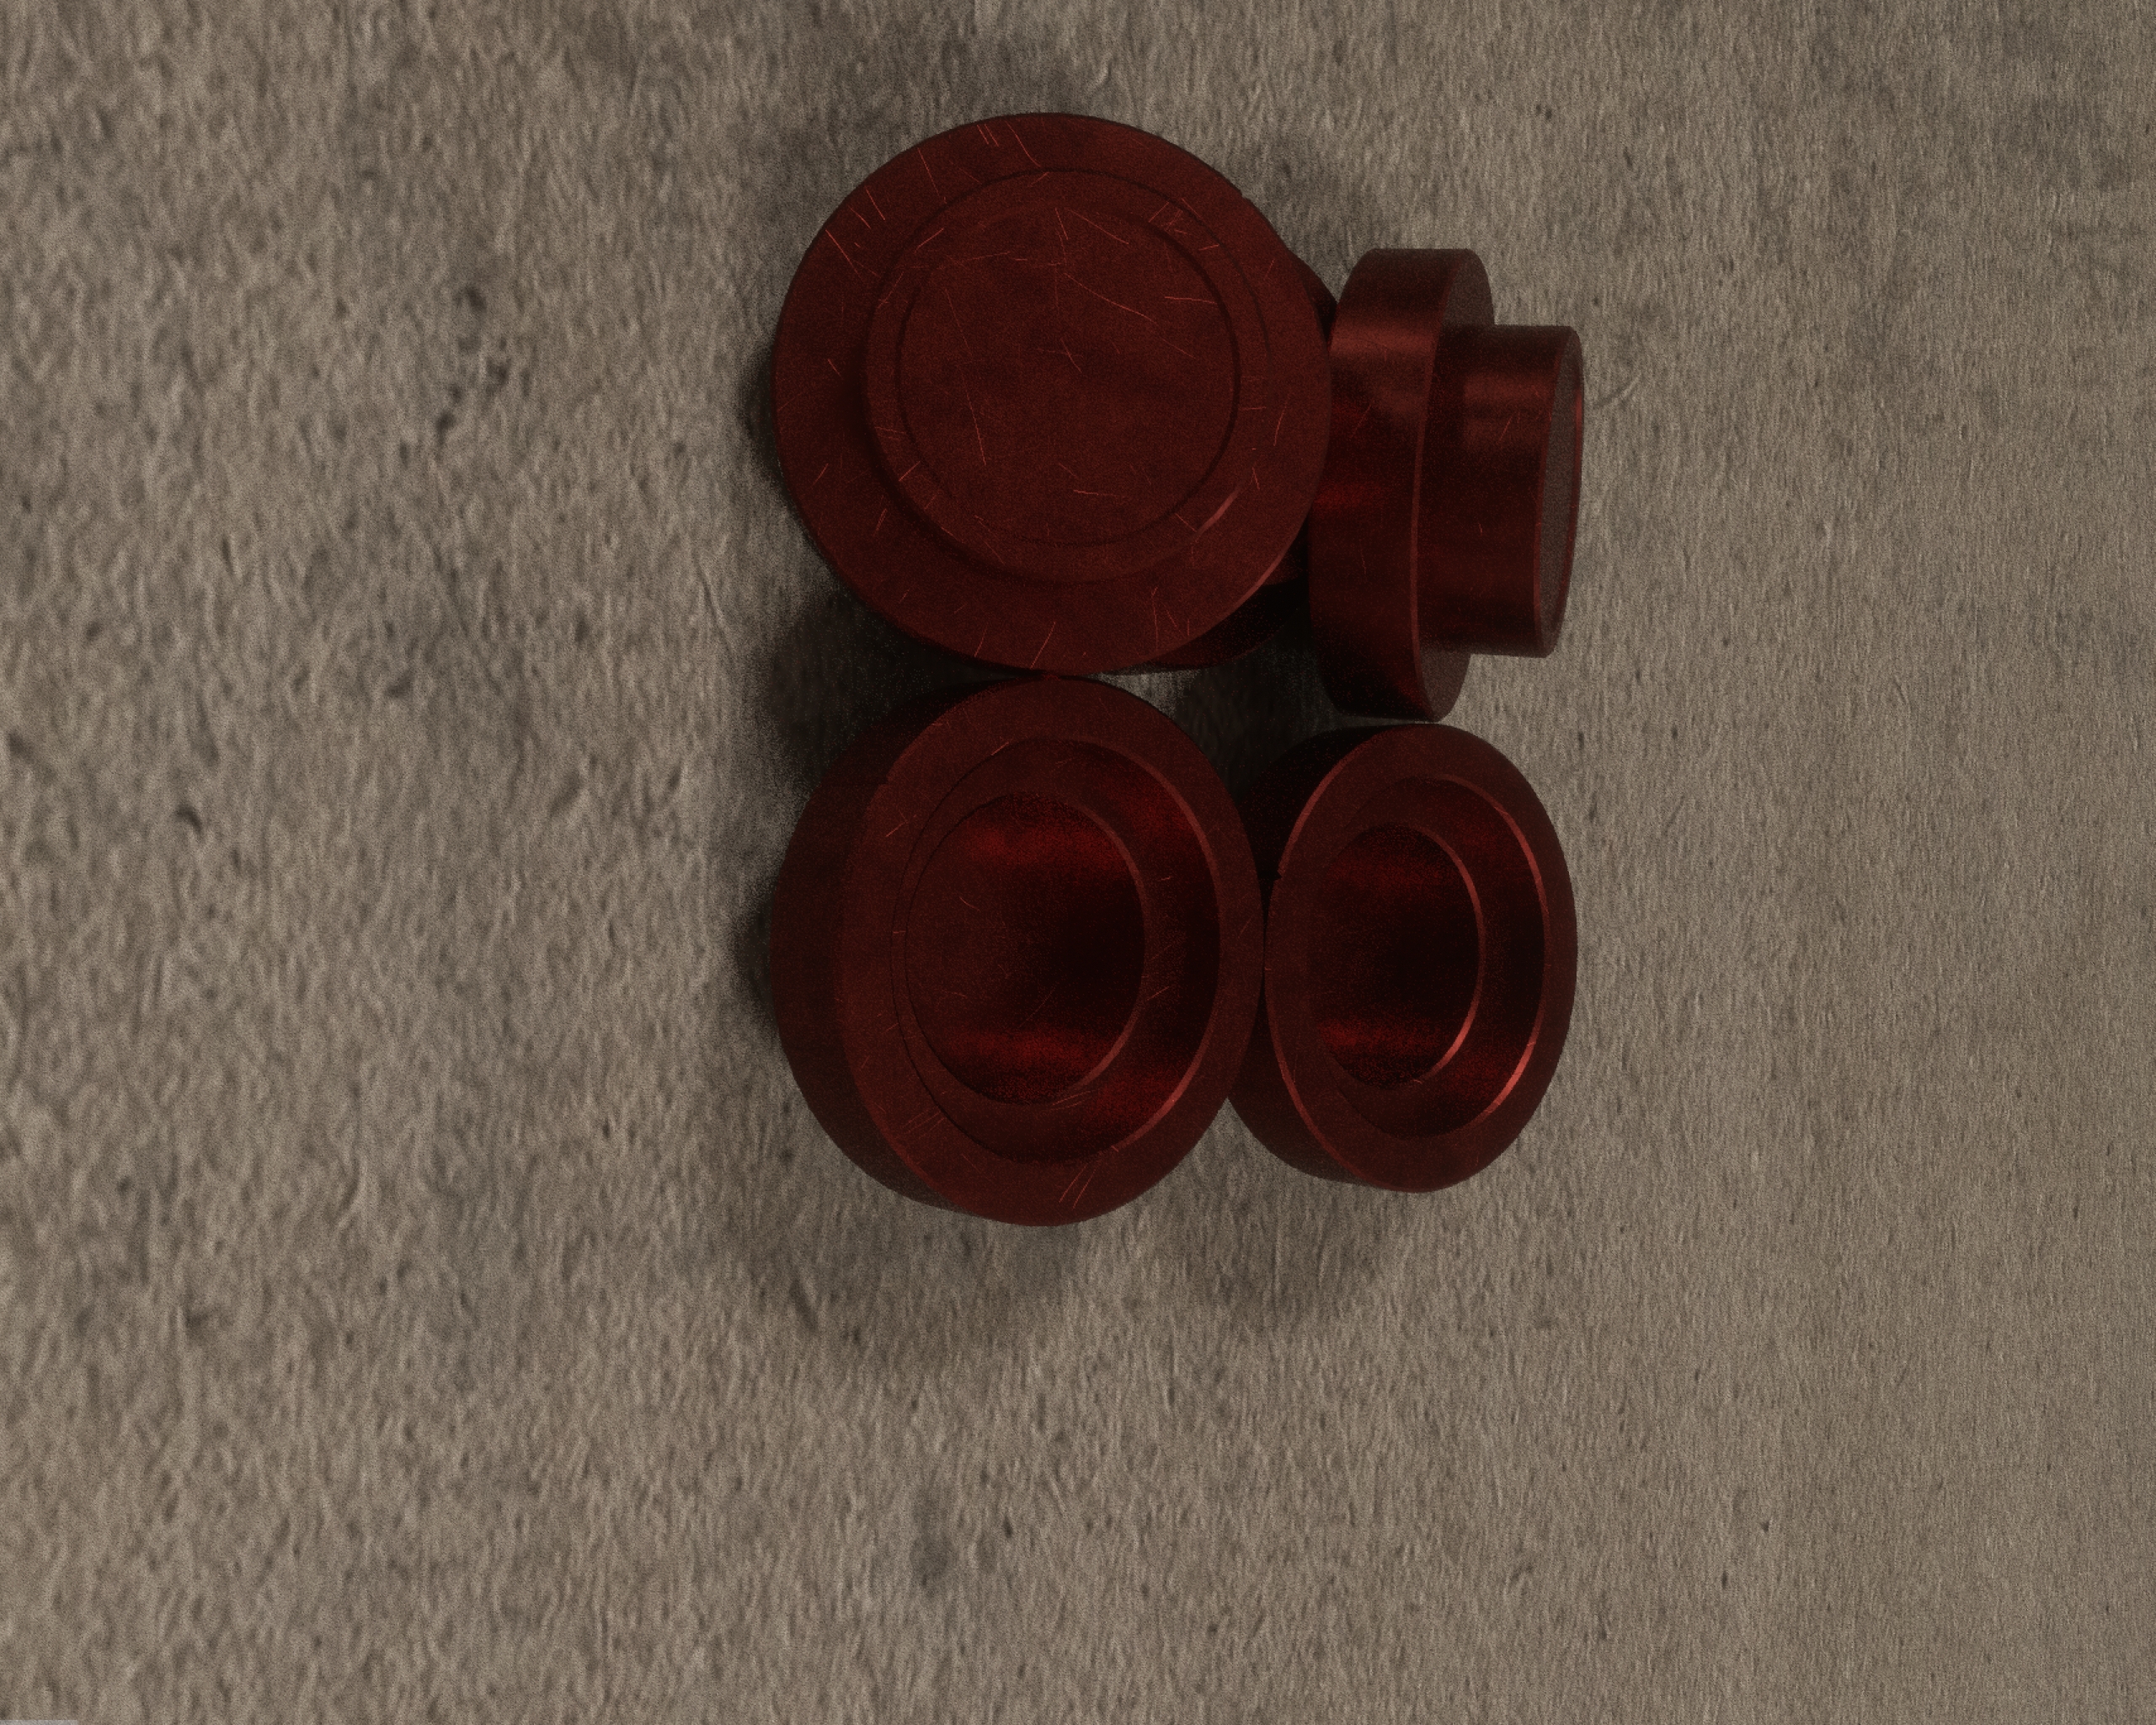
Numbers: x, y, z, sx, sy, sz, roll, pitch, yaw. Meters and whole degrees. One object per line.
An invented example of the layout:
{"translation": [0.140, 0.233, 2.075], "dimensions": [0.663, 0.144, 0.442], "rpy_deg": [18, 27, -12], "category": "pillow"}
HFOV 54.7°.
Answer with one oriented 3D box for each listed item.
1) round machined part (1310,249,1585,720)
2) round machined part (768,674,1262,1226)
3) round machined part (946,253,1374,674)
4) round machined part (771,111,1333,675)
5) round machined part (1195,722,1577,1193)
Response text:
{"translation": [0.081, -0.078, 0.437], "dimensions": [0.098, 0.042, 0.097], "rpy_deg": [5, 91, -71], "category": "round machined part"}
{"translation": [-0.015, 0.015, 0.384], "dimensions": [0.099, 0.042, 0.097], "rpy_deg": [0, 90, -40], "category": "round machined part"}
{"translation": [0.020, -0.087, 0.413], "dimensions": [0.099, 0.042, 0.097], "rpy_deg": [0, 90, -40], "category": "round machined part"}
{"translation": [-0.004, -0.081, 0.363], "dimensions": [0.099, 0.042, 0.097], "rpy_deg": [0, 93, -7], "category": "round machined part"}
{"translation": [0.060, 0.020, 0.448], "dimensions": [0.099, 0.042, 0.097], "rpy_deg": [0, 90, -40], "category": "round machined part"}
